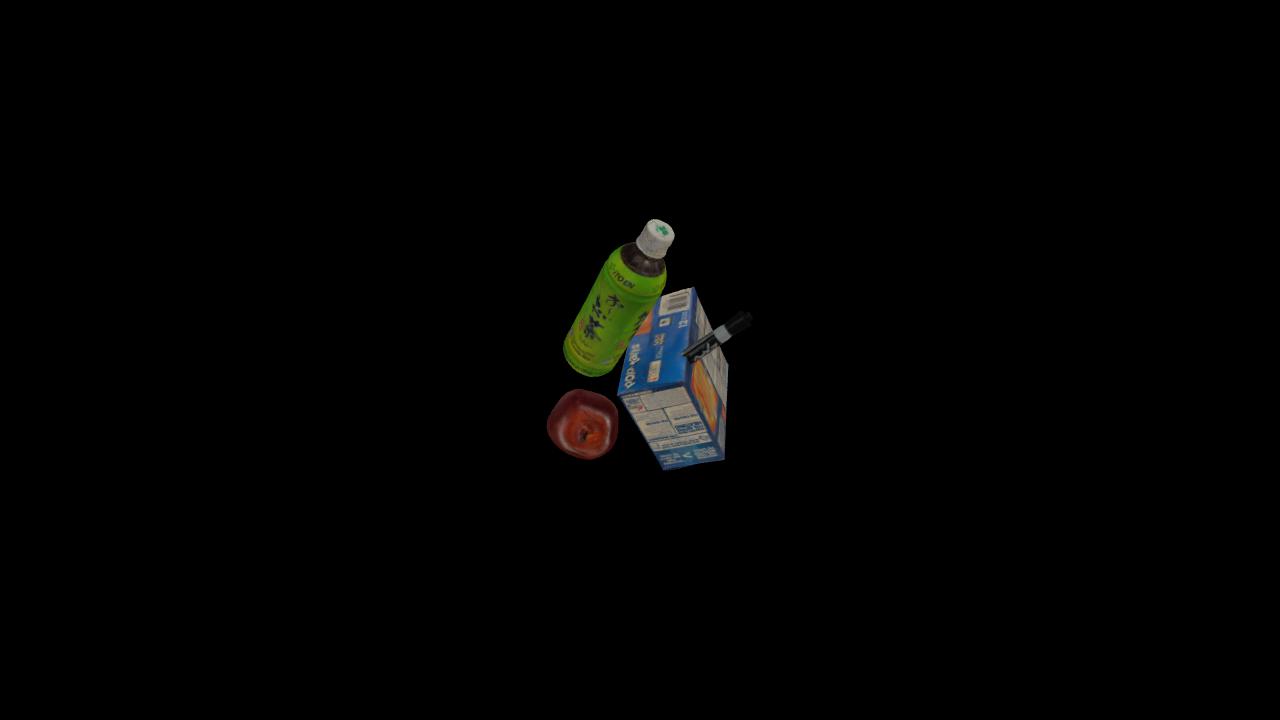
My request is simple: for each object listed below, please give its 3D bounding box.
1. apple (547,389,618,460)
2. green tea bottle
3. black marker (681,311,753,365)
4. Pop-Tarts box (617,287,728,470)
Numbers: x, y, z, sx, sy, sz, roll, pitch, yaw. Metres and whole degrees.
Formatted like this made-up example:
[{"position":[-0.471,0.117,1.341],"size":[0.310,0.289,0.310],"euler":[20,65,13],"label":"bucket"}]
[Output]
[{"position":[-0.063,0.070,0.677],"size":[0.079,0.079,0.093],"euler":[0,12,-6],"label":"apple"},{"position":[-0.022,-0.067,0.675],"size":[0.073,0.073,0.212],"euler":[0,-37,-28],"label":"green tea bottle"},{"position":[0.070,-0.015,0.665],"size":[0.121,0.020,0.020],"euler":[-35,-15,22],"label":"black marker"},{"position":[0.047,0.022,0.752],"size":[0.083,0.141,0.167],"euler":[-13,40,22],"label":"Pop-Tarts box"}]
